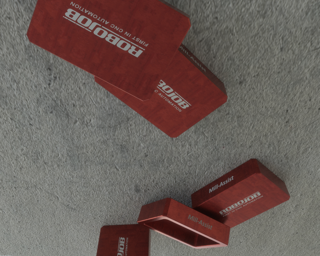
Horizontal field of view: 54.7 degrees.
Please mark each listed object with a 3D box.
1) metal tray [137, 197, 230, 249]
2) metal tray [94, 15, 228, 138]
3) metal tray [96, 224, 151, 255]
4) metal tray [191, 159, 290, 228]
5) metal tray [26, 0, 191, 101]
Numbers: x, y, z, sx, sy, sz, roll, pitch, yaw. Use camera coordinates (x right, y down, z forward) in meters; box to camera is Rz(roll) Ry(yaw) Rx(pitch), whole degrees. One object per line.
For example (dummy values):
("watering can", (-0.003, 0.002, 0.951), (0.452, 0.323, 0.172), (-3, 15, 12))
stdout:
("metal tray", (0.039, 0.162, 0.517), (0.131, 0.030, 0.090), (30, 145, -19))
("metal tray", (0.003, -0.053, 0.359), (0.130, 0.030, 0.090), (37, 121, -27))
("metal tray", (-0.064, 0.232, 0.535), (0.091, 0.130, 0.030), (-3, 130, 3))
("metal tray", (0.127, 0.111, 0.500), (0.090, 0.030, 0.130), (37, 121, -27))
("metal tray", (-0.048, -0.095, 0.295), (0.131, 0.030, 0.089), (27, 114, -7))
